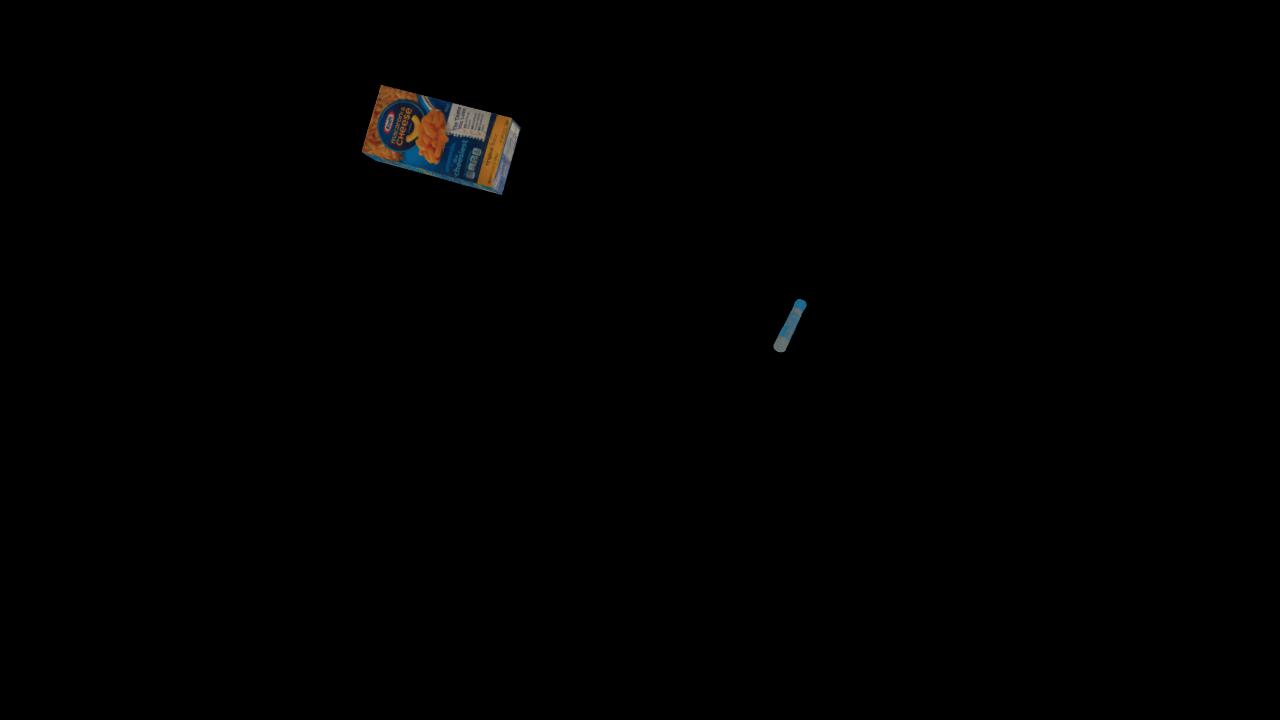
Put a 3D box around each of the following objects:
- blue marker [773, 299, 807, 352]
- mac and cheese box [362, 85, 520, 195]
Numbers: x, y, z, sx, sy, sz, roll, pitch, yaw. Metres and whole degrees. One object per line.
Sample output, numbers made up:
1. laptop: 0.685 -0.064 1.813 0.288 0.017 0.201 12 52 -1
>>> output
1. blue marker: 0.227 -0.054 0.925 0.020 0.020 0.121 0 37 33
2. mac and cheese box: -0.253 -0.281 0.785 0.184 0.093 0.041 16 3 8
